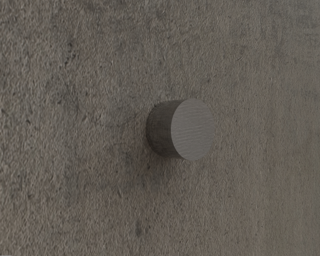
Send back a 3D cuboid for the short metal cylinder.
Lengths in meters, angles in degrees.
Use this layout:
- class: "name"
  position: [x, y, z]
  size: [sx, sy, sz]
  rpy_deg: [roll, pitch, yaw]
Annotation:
- class: "short metal cylinder"
  position: [0.028, 0.002, 0.415]
  size: [0.081, 0.050, 0.079]
  rpy_deg: [0, 90, -40]
